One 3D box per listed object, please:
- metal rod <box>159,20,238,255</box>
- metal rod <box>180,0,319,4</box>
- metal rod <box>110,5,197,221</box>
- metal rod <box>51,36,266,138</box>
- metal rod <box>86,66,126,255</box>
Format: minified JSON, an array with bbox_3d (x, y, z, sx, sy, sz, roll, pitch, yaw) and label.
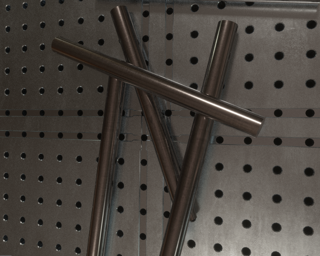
[{"bbox_3d":[0.047,0.017,0.378,0.025,0.025,0.298,14,88,19],"label":"metal rod"},{"bbox_3d":[0.041,-0.177,0.397,0.301,0.025,0.025,10,93,19],"label":"metal rod"},{"bbox_3d":[-0.011,-0.023,0.415,0.025,0.025,0.299,-20,83,18],"label":"metal rod"},{"bbox_3d":[-0.019,-0.060,0.385,0.301,0.025,0.025,25,98,22],"label":"metal rod"},{"bbox_3d":[-0.076,0.058,0.438,0.025,0.025,0.298,9,93,19],"label":"metal rod"}]
